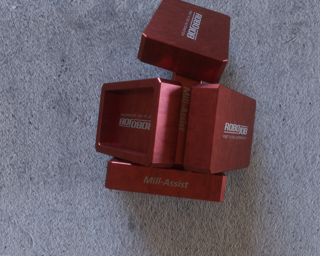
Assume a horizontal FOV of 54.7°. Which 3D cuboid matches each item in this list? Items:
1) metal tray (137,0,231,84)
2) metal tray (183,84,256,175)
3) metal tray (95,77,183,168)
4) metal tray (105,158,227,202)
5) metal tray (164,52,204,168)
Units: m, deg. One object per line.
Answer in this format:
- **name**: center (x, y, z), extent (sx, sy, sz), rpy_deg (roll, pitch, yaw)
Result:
- **metal tray**: center (0.034, -0.109, 0.365), extent (0.090, 0.130, 0.030), rpy_deg (18, 131, -1)
- **metal tray**: center (0.075, 0.003, 0.362), extent (0.030, 0.131, 0.089), rpy_deg (6, 91, 33)
- **metal tray**: center (-0.030, -0.008, 0.362), extent (0.030, 0.130, 0.089), rpy_deg (6, 90, -37)
- **metal tray**: center (0.006, 0.058, 0.378), extent (0.131, 0.090, 0.030), rpy_deg (7, 90, -1)
- **metal tray**: center (0.026, -0.021, 0.378), extent (0.030, 0.090, 0.129), rpy_deg (7, 90, 0)
